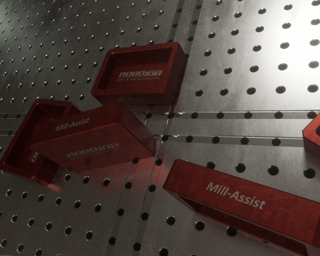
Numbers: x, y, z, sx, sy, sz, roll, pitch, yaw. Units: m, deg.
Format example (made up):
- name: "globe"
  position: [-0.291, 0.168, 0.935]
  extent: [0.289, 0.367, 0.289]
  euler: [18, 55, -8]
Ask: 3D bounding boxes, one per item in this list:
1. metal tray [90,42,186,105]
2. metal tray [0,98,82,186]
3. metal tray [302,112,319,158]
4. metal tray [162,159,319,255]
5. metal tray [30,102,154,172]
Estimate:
- name: "metal tray"
  position: [-0.033, -0.081, 0.470]
  extent: [0.130, 0.030, 0.090]
  euler: [2, 63, 28]
- name: "metal tray"
  position: [-0.187, 0.017, 0.489]
  extent: [0.090, 0.030, 0.130]
  euler: [8, 65, 31]
- name: "metal tray"
  position: [0.214, 0.015, 0.283]
  extent: [0.090, 0.030, 0.130]
  euler: [-45, 51, -4]
- name: "metal tray"
  position: [0.078, 0.074, 0.280]
  extent: [0.130, 0.090, 0.030]
  euler: [14, 69, 33]
- name: "metal tray"
  position: [-0.085, 0.017, 0.398]
  extent: [0.130, 0.090, 0.030]
  euler: [-14, 56, 20]
